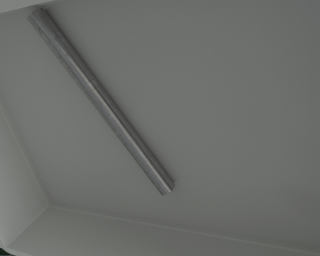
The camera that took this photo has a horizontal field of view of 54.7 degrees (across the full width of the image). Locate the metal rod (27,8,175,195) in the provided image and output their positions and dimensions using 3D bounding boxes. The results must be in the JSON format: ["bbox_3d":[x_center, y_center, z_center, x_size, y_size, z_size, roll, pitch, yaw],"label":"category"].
[{"bbox_3d":[-0.074,-0.028,0.428,0.025,0.025,0.299,-27,104,37],"label":"metal rod"}]
